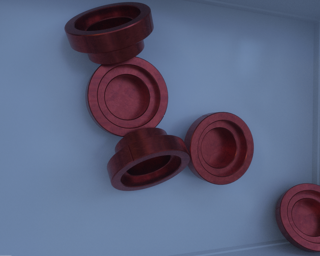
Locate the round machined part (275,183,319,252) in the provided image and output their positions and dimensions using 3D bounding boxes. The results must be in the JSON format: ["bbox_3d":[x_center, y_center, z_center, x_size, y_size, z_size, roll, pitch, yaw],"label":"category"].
[{"bbox_3d":[0.225,0.137,0.472,0.099,0.042,0.098,0,65,0],"label":"round machined part"}]

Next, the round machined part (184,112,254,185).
[{"bbox_3d":[0.077,0.027,0.432,0.099,0.042,0.097,0,90,-21],"label":"round machined part"}]

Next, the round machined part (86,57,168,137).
[{"bbox_3d":[-0.043,-0.037,0.386,0.099,0.042,0.097,0,90,-21],"label":"round machined part"}]

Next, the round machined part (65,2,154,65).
[{"bbox_3d":[-0.055,-0.108,0.360,0.099,0.098,0.042,-27,131,-18],"label":"round machined part"}]

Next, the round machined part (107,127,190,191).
[{"bbox_3d":[-0.017,0.035,0.377,0.099,0.097,0.042,-11,59,-20],"label":"round machined part"}]
